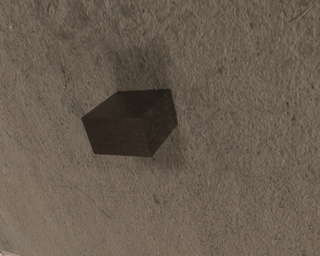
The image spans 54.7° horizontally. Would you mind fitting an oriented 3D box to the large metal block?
[{"bbox_3d":[-0.034,-0.008,0.382,0.080,0.080,0.050,1,119,27],"label":"large metal block"}]
